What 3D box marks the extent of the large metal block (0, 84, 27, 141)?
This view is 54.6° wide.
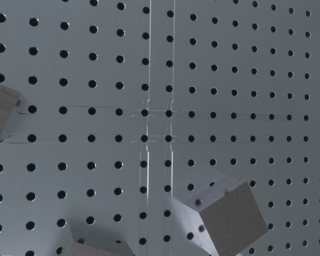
[{"bbox_3d":[-0.189,-0.026,0.314,0.080,0.080,0.050,24,82,-18],"label":"large metal block"}]

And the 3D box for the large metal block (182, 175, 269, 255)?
[{"bbox_3d":[0.091,0.124,0.433,0.080,0.050,0.080,-28,99,-18],"label":"large metal block"}]

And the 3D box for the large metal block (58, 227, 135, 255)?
[{"bbox_3d":[-0.084,0.176,0.369,0.080,0.050,0.080,25,82,-18],"label":"large metal block"}]
